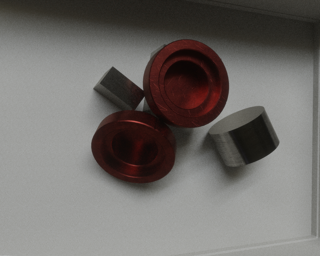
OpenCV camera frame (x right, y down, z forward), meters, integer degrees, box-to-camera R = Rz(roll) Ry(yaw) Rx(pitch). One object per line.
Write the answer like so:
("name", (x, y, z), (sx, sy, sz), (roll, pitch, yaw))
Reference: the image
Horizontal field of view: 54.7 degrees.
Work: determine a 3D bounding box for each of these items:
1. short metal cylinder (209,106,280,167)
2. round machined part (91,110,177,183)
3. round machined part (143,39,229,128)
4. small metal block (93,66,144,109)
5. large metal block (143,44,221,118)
("short metal cylinder", (0.115, 0.010, 0.425), (0.080, 0.080, 0.050), (-31, 101, -18))
("round machined part", (-0.028, 0.018, 0.373), (0.098, 0.098, 0.042), (36, 35, -17))
("round machined part", (0.027, -0.048, 0.358), (0.099, 0.042, 0.097), (1, 88, -22))
("small metal block", (-0.050, -0.046, 0.379), (0.050, 0.050, 0.025), (38, 78, -17))
("large metal block", (0.028, -0.056, 0.409), (0.081, 0.050, 0.080), (9, 87, -20))
